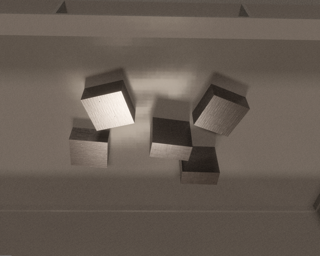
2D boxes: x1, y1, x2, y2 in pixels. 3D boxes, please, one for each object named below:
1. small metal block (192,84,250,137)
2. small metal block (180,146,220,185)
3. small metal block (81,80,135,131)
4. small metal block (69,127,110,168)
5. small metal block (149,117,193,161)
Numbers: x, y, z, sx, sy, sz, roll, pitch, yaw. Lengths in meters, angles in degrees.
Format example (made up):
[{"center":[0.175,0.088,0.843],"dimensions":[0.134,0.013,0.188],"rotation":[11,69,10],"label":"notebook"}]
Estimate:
[{"center":[0.076,-0.021,0.392],"dimensions":[0.050,0.025,0.050],"rotation":[19,128,-16],"label":"small metal block"},{"center":[0.054,0.052,0.438],"dimensions":[0.050,0.050,0.025],"rotation":[2,130,-3],"label":"small metal block"},{"center":[-0.063,-0.027,0.385],"dimensions":[0.050,0.025,0.050],"rotation":[-12,130,9],"label":"small metal block"},{"center":[-0.097,0.028,0.431],"dimensions":[0.050,0.025,0.050],"rotation":[5,130,-5],"label":"small metal block"},{"center":[0.013,0.014,0.405],"dimensions":[0.050,0.050,0.025],"rotation":[7,130,-7],"label":"small metal block"}]
